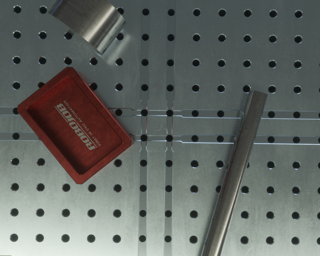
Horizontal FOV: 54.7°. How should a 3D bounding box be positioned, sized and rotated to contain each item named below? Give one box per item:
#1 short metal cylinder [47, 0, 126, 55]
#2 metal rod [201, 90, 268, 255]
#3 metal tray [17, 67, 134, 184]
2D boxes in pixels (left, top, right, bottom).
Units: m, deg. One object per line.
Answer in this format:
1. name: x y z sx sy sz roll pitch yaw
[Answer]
1. short metal cylinder: -0.090 -0.135 0.385 0.080 0.080 0.050 36 90 0
2. metal rod: 0.090 0.097 0.413 0.025 0.025 0.298 16 90 0
3. metal tray: -0.109 -0.003 0.409 0.090 0.030 0.130 -39 90 0
